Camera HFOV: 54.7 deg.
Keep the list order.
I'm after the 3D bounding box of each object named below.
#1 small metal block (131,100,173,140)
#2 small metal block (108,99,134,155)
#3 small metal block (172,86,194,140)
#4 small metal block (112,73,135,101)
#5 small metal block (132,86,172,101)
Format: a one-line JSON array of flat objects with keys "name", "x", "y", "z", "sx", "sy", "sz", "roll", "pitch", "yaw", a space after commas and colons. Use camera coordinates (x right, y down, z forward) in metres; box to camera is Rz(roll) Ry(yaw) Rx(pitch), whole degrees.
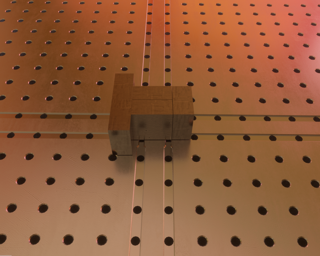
[{"name": "small metal block", "x": -0.010, "y": -0.010, "z": 0.399, "sx": 0.050, "sy": 0.050, "sz": 0.025, "roll": 0, "pitch": 50, "yaw": -1}, {"name": "small metal block", "x": -0.048, "y": -0.001, "z": 0.390, "sx": 0.025, "sy": 0.050, "sz": 0.050, "roll": 0, "pitch": 50, "yaw": 0}, {"name": "small metal block", "x": 0.028, "y": -0.020, "z": 0.407, "sx": 0.025, "sy": 0.050, "sz": 0.050, "roll": 0, "pitch": 50, "yaw": 0}, {"name": "small metal block", "x": -0.048, "y": -0.039, "z": 0.423, "sx": 0.025, "sy": 0.050, "sz": 0.050, "roll": 0, "pitch": 50, "yaw": 0}, {"name": "small metal block", "x": -0.010, "y": -0.029, "z": 0.415, "sx": 0.050, "sy": 0.050, "sz": 0.025, "roll": 0, "pitch": 50, "yaw": -1}]
